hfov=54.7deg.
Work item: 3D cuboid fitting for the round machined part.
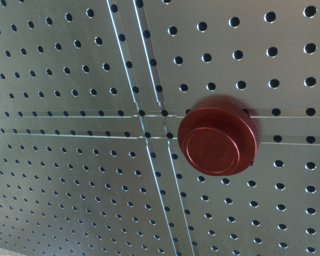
[{"bbox_3d":[0.067,0.020,0.376,0.098,0.042,0.097,13,124,20],"label":"round machined part"}]
